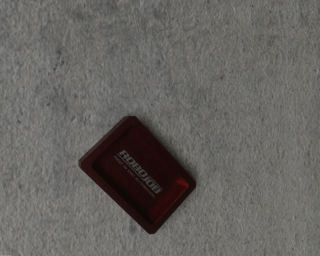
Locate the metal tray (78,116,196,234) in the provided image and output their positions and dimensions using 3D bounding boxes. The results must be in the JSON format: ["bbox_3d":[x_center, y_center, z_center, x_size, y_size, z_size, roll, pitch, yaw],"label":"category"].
[{"bbox_3d":[-0.027,0.059,0.397,0.090,0.030,0.130,-46,105,-15],"label":"metal tray"}]
